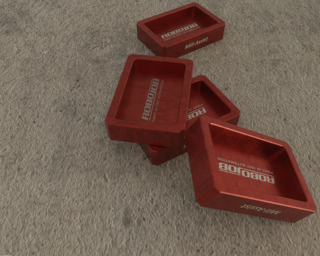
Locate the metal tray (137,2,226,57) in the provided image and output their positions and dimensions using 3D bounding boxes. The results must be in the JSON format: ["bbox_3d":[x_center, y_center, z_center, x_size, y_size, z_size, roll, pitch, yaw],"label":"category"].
[{"bbox_3d":[0.037,-0.172,0.543,0.131,0.030,0.090,-27,55,-21],"label":"metal tray"}]

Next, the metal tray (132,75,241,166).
[{"bbox_3d":[0.028,-0.015,0.412,0.131,0.030,0.090,-23,54,-19],"label":"metal tray"}]

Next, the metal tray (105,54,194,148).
[{"bbox_3d":[-0.008,-0.039,0.392,0.090,0.030,0.130,7,50,5],"label":"metal tray"}]

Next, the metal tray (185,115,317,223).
[{"bbox_3d":[0.093,0.044,0.325,0.131,0.030,0.090,16,45,-24],"label":"metal tray"}]
